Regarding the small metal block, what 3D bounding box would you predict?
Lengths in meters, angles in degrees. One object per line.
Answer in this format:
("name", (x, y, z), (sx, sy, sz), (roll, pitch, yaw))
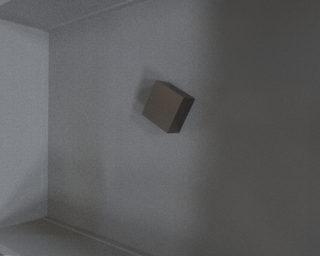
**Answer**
("small metal block", (0.010, -0.027, 0.400), (0.050, 0.025, 0.050), (37, 113, 34))
